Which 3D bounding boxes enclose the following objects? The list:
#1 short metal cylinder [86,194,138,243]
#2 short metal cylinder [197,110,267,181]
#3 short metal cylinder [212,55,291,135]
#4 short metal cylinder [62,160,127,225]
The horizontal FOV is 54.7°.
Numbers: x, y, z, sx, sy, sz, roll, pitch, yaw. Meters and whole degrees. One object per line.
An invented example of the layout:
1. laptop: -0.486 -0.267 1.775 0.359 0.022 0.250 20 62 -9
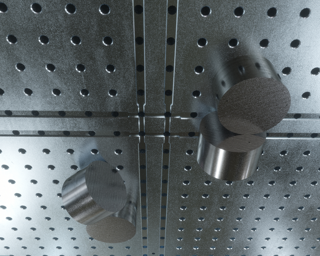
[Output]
1. short metal cylinder: -0.079 0.151 0.523 0.081 0.050 0.079 0 130 0
2. short metal cylinder: 0.089 0.020 0.394 0.081 0.080 0.050 0 130 -1
3. short metal cylinder: 0.104 -0.038 0.364 0.081 0.050 0.079 0 130 0
4. short metal cylinder: -0.095 0.095 0.455 0.050 0.080 0.080 -33 123 24
